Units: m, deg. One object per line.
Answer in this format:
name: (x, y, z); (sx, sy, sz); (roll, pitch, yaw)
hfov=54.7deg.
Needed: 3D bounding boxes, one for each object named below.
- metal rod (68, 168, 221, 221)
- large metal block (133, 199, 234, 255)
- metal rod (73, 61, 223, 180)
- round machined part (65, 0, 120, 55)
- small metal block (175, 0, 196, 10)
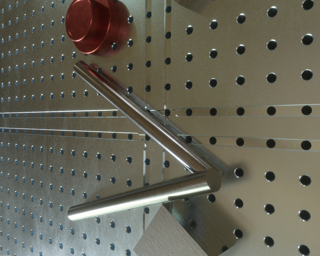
metal rod: (-0.044, 0.100, 0.426); (0.299, 0.025, 0.025); (-24, 75, 42)
large metal block: (0.026, 0.143, 0.370); (0.080, 0.050, 0.080); (43, 116, 31)
metal rod: (-0.035, -0.021, 0.435); (0.300, 0.025, 0.025); (39, 114, 32)
round machined part: (-0.112, -0.167, 0.488); (0.098, 0.042, 0.097); (0, 90, 39)
small metal block: (0.030, -0.185, 0.383); (0.050, 0.025, 0.050); (-51, 61, 27)
